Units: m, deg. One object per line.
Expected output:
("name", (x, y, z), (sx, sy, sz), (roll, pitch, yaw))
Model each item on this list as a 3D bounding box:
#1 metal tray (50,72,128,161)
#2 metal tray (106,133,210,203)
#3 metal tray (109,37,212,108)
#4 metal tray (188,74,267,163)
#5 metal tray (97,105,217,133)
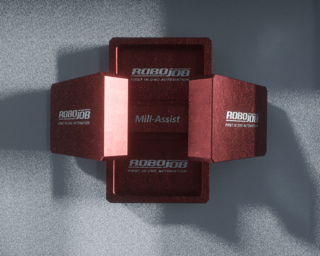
("metal tray", (-0.088, -0.012, 0.363), (0.030, 0.130, 0.089), (1, 90, -42))
("metal tray", (-0.002, 0.050, 0.405), (0.131, 0.030, 0.089), (0, 90, -1))
("metal tray", (0.001, -0.070, 0.407), (0.131, 0.030, 0.089), (0, 91, -1))
("metal tray", (0.084, -0.009, 0.364), (0.030, 0.131, 0.089), (1, 90, 42))
("metal tray", (-0.003, -0.010, 0.377), (0.131, 0.090, 0.030), (0, 90, -1))
